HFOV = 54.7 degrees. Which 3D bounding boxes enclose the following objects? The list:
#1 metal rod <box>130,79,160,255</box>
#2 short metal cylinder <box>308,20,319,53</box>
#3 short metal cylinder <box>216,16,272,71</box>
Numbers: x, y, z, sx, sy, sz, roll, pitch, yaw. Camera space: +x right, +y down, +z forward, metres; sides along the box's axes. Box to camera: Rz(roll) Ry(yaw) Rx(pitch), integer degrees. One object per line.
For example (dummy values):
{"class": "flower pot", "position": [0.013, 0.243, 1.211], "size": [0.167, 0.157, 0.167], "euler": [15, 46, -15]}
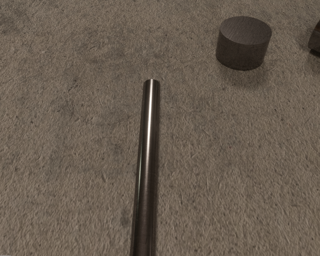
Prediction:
{"class": "metal rod", "position": [-0.015, 0.052, 0.358], "size": [0.025, 0.025, 0.300], "euler": [1, 50, 0]}
{"class": "short metal cylinder", "position": [0.288, -0.155, 0.501], "size": [0.080, 0.080, 0.050], "euler": [-35, 59, -26]}
{"class": "short metal cylinder", "position": [0.135, -0.139, 0.505], "size": [0.081, 0.050, 0.080], "euler": [0, 50, 0]}
